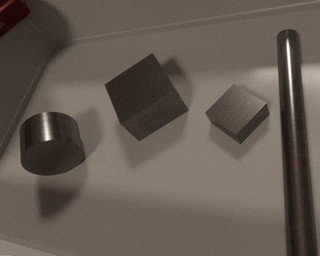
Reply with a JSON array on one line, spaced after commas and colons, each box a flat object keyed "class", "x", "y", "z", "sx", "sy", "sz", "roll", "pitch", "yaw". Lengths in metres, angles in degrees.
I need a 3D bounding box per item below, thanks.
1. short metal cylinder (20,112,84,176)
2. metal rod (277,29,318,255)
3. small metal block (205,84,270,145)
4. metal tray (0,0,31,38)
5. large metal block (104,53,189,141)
[{"class": "short metal cylinder", "x": -0.152, "y": 0.023, "z": 0.434, "sx": 0.080, "sy": 0.080, "sz": 0.050, "roll": -29, "pitch": 52, "yaw": 9}, {"class": "metal rod", "x": 0.140, "y": 0.015, "z": 0.322, "sx": 0.025, "sy": 0.025, "sz": 0.299, "roll": -5, "pitch": 59, "yaw": 25}, {"class": "small metal block", "x": 0.092, "y": -0.017, "z": 0.368, "sx": 0.050, "sy": 0.025, "sz": 0.050, "roll": -45, "pitch": 51, "yaw": -4}, {"class": "metal tray", "x": -0.278, "y": -0.174, "z": 0.501, "sx": 0.130, "sy": 0.030, "sz": 0.090, "roll": -38, "pitch": 51, "yaw": 1}, {"class": "large metal block", "x": -0.019, "y": -0.042, "z": 0.424, "sx": 0.080, "sy": 0.050, "sz": 0.080, "roll": -32, "pitch": 52, "yaw": 7}]
